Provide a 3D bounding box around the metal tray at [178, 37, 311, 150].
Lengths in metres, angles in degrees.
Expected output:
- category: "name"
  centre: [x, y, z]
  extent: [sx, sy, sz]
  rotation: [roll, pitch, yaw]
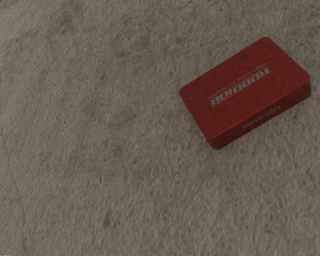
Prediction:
- category: "metal tray"
  centre: [0.098, -0.044, 0.375]
  extent: [0.130, 0.030, 0.090]
  rotation: [-32, 52, 7]
